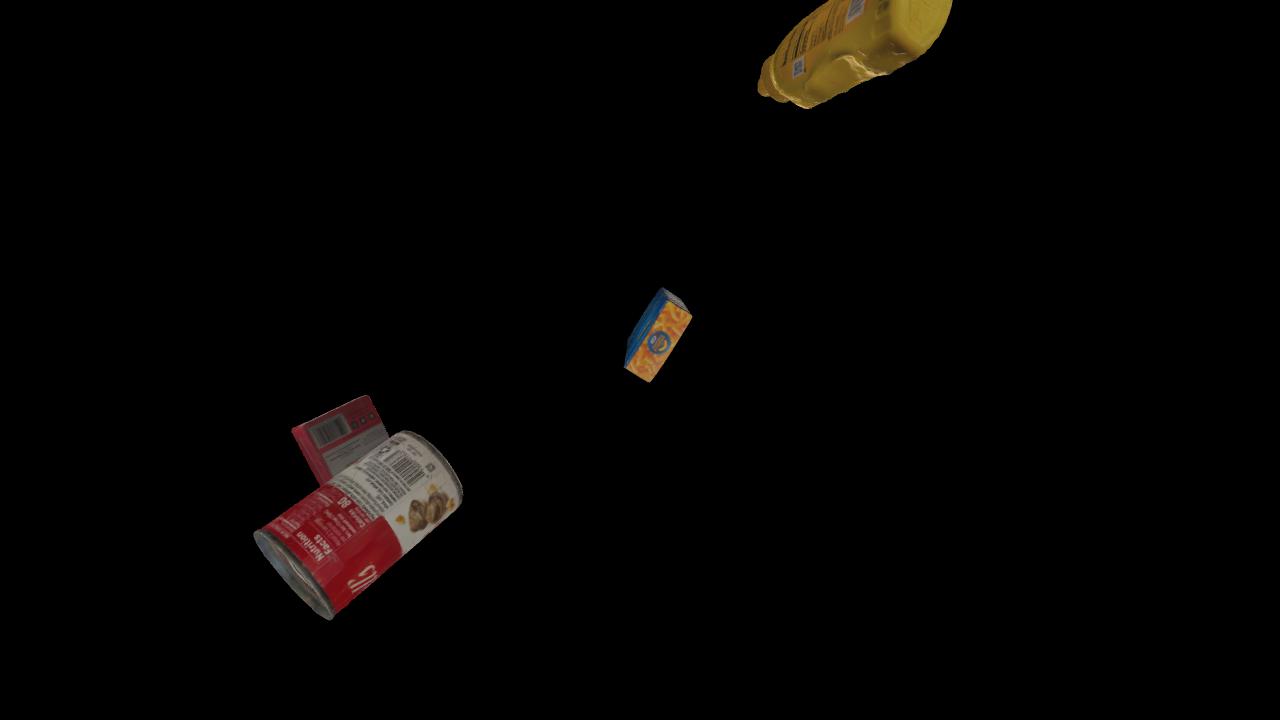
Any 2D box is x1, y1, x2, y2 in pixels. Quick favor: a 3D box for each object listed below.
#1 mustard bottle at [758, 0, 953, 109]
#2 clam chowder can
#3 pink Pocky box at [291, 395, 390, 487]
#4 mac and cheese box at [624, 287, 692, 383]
[{"bbox_3d":[0.156,-0.255,0.500,0.054,0.092,0.184,16,-5,-25],"label":"mustard bottle"},{"bbox_3d":[-0.172,0.099,0.386,0.068,0.068,0.102,0,31,41],"label":"clam chowder can"},{"bbox_3d":[-0.301,0.124,0.667,0.029,0.155,0.084,-16,12,32],"label":"pink Pocky box"},{"bbox_3d":[0.020,-0.037,0.766,0.041,0.093,0.184,33,10,-6],"label":"mac and cheese box"}]
